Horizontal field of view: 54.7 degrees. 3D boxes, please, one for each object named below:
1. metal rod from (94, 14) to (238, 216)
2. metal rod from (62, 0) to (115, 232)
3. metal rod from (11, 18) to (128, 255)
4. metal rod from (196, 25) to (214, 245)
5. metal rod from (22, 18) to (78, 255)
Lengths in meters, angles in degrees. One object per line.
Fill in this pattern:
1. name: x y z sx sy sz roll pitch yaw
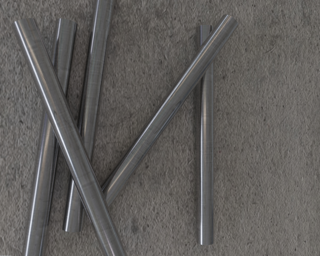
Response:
1. metal rod: 0.007 -0.020 0.395 0.025 0.025 0.300 37 84 -16
2. metal rod: -0.085 -0.027 0.377 0.025 0.025 0.298 8 87 -20
3. metal rod: -0.095 0.028 0.346 0.025 0.025 0.298 -22 98 -19
4. metal rod: 0.063 0.010 0.431 0.025 0.025 0.298 0 90 -20
5. metal rod: -0.129 0.023 0.361 0.025 0.025 0.298 8 87 -20
